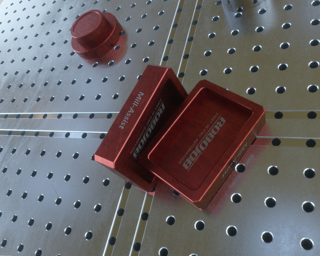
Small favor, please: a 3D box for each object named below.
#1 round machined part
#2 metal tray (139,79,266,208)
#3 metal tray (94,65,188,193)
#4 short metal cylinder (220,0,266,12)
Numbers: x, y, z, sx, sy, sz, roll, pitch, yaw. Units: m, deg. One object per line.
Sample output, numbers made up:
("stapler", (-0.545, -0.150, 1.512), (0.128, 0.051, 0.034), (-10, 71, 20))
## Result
("round machined part", (-0.124, -0.177, 0.569), (0.098, 0.042, 0.098), (-13, 56, 20))
("metal tray", (0.049, 0.014, 0.361), (0.090, 0.030, 0.130), (32, 78, 31))
("metal tray", (-0.012, 0.001, 0.370), (0.030, 0.090, 0.130), (17, 71, 34))
("short metal cylinder", (0.124, -0.222, 0.463), (0.080, 0.050, 0.080), (-13, 56, 20))
